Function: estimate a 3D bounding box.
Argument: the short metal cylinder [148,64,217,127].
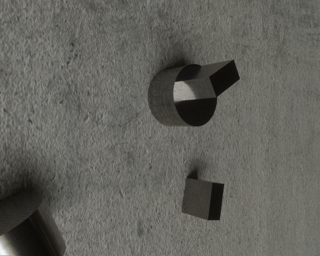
[{"bbox_3d":[0.031,-0.042,0.414,0.081,0.050,0.080,0,90,-40],"label":"short metal cylinder"}]

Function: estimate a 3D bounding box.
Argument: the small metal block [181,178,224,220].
[{"bbox_3d":[0.060,0.100,0.439,0.025,0.050,0.050,14,81,-39],"label":"small metal block"}]

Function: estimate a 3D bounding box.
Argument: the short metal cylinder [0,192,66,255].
[{"bbox_3d":[-0.128,0.098,0.262,0.081,0.080,0.050,-30,109,-36],"label":"short metal cylinder"}]

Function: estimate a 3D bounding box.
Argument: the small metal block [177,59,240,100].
[{"bbox_3d":[0.058,-0.057,0.372,0.050,0.050,0.025,-37,113,-34],"label":"small metal block"}]
